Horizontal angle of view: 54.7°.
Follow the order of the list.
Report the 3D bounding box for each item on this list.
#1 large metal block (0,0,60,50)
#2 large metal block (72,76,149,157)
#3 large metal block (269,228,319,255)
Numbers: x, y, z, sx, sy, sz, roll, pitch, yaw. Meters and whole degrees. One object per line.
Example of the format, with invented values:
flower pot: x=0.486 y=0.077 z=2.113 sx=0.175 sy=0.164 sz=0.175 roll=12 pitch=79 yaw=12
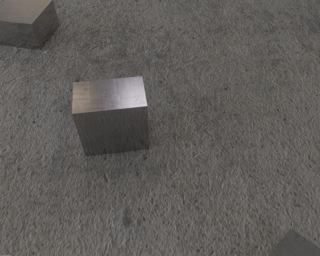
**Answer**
large metal block: x=-0.235 y=-0.185 z=0.541 sx=0.080 sy=0.050 sz=0.080 roll=9 pitch=51 yaw=7
large metal block: x=-0.057 y=-0.013 z=0.378 sx=0.081 sy=0.080 sz=0.050 roll=-7 pitch=51 yaw=-6
large metal block: x=0.098 y=0.142 z=0.249 sx=0.050 sy=0.080 sz=0.080 roll=33 pitch=58 yaw=25
